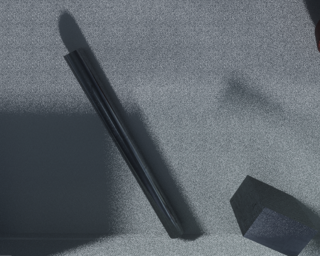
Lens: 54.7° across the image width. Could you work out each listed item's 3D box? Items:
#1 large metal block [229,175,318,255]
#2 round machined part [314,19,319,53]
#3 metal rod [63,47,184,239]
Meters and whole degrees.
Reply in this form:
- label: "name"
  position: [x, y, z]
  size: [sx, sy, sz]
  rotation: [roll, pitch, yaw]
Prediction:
- label: "large metal block"
  position: [0.152, 0.120, 0.428]
  size: [0.080, 0.080, 0.050]
  rotation: [26, 108, -10]
- label: "round machined part"
  position: [0.225, -0.120, 0.343]
  size: [0.099, 0.098, 0.042]
  rotation: [1, 70, -1]
- label: "metal rod"
  position: [-0.040, 0.033, 0.422]
  size: [0.025, 0.025, 0.299]
  rotation: [-25, 109, 8]
